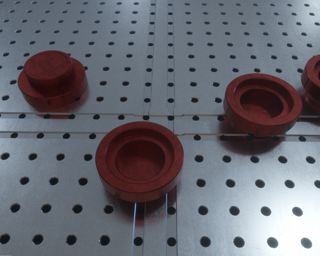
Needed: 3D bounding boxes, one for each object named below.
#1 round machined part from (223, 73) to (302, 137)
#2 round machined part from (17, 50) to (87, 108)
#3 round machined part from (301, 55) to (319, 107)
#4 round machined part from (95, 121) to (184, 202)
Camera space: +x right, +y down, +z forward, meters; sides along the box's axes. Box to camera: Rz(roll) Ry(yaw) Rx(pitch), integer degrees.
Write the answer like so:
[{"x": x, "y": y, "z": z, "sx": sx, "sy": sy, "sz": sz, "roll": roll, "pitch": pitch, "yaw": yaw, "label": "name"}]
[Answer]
[{"x": 0.135, "y": -0.026, "z": 0.420, "sx": 0.099, "sy": 0.042, "sz": 0.098, "roll": 0, "pitch": 50, "yaw": 0, "label": "round machined part"}, {"x": -0.162, "y": -0.079, "z": 0.462, "sx": 0.099, "sy": 0.042, "sz": 0.098, "roll": 0, "pitch": 50, "yaw": 0, "label": "round machined part"}, {"x": 0.255, "y": -0.062, "z": 0.450, "sx": 0.099, "sy": 0.042, "sz": 0.098, "roll": 0, "pitch": 50, "yaw": 0, "label": "round machined part"}, {"x": -0.023, "y": 0.042, "z": 0.361, "sx": 0.099, "sy": 0.042, "sz": 0.098, "roll": 0, "pitch": 50, "yaw": 0, "label": "round machined part"}]
